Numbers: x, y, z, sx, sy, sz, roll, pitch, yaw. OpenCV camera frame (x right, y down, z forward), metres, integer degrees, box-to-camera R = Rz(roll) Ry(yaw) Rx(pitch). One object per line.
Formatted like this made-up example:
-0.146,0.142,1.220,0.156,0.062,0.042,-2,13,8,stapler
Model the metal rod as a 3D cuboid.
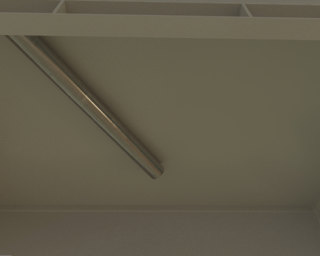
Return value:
-0.086,-0.029,0.383,0.025,0.025,0.300,-27,126,20,metal rod
